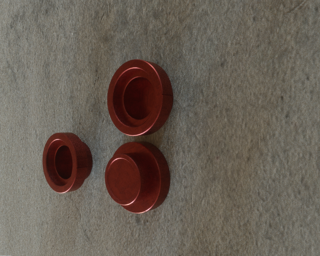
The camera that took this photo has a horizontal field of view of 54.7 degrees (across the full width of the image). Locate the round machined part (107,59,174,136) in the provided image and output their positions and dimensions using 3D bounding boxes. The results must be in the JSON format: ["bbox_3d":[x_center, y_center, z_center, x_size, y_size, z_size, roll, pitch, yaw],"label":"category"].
[{"bbox_3d":[-0.021,-0.039,0.409,0.098,0.042,0.097,0,90,39],"label":"round machined part"}]

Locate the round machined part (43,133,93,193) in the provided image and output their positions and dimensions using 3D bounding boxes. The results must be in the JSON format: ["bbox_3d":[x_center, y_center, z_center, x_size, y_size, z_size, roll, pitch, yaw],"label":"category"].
[{"bbox_3d":[-0.150,0.056,0.514,0.098,0.042,0.097,0,90,39],"label":"round machined part"}]

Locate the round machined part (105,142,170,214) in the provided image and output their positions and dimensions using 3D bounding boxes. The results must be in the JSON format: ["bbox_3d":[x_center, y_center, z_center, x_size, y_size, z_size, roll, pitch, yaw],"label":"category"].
[{"bbox_3d":[-0.037,0.068,0.423,0.098,0.042,0.097,0,90,39],"label":"round machined part"}]
